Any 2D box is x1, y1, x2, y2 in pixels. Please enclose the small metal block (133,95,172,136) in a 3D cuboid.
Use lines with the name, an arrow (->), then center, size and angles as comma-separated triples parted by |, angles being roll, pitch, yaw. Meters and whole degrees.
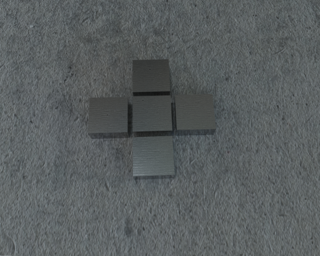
small metal block -> -0.010, -0.015, 0.415 | 0.050, 0.025, 0.050 | -2, 70, -1

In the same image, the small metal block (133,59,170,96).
small metal block -> -0.012, -0.068, 0.434 | 0.050, 0.025, 0.050 | -2, 70, -1

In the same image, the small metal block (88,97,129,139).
small metal block -> -0.067, -0.013, 0.413 | 0.050, 0.025, 0.050 | -2, 70, -1

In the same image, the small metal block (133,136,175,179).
small metal block -> -0.008, 0.038, 0.395 | 0.050, 0.025, 0.050 | -2, 70, -1

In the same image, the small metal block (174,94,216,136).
small metal block -> 0.046, -0.017, 0.416 | 0.050, 0.025, 0.050 | -2, 70, -1
